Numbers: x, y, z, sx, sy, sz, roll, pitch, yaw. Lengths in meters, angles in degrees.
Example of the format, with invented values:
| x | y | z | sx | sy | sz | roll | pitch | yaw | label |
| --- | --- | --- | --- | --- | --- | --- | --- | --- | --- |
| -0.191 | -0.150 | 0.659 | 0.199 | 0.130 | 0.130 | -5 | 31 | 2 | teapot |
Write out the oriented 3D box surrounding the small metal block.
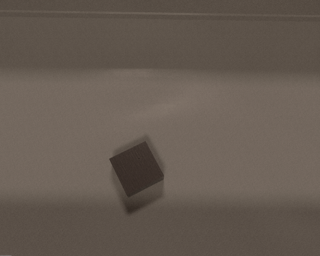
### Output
| x | y | z | sx | sy | sz | roll | pitch | yaw | label |
| --- | --- | --- | --- | --- | --- | --- | --- | --- | --- |
| -0.029 | 0.052 | 0.390 | 0.050 | 0.025 | 0.050 | -26 | 72 | -10 | small metal block |
